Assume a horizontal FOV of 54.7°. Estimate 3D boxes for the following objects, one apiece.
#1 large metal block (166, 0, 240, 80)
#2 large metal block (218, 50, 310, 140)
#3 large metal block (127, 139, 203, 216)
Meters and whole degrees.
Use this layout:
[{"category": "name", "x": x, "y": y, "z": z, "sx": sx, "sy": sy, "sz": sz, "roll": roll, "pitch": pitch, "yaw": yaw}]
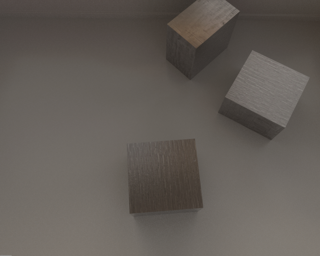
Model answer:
[{"category": "large metal block", "x": 0.055, "y": -0.125, "z": 0.426, "sx": 0.080, "sy": 0.080, "sz": 0.050, "roll": -42, "pitch": 76, "yaw": -14}, {"category": "large metal block", "x": 0.136, "y": -0.043, "z": 0.413, "sx": 0.080, "sy": 0.050, "sz": 0.080, "roll": 29, "pitch": 73, "yaw": 10}, {"category": "large metal block", "x": 0.004, "y": 0.061, "z": 0.374, "sx": 0.081, "sy": 0.050, "sz": 0.080, "roll": -4, "pitch": 70, "yaw": -2}]
